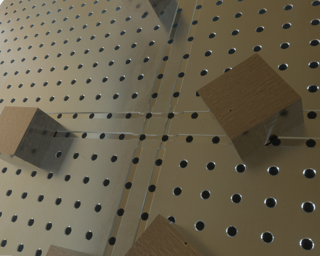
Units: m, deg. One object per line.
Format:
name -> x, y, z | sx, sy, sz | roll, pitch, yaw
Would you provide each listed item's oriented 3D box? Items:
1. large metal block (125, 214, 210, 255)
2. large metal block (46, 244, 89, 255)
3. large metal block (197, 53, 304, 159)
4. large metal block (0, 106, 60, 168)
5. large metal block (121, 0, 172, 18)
large metal block -> 0.009, 0.145, 0.297 | 0.080, 0.050, 0.080 | 35, 81, 38
large metal block -> -0.090, 0.180, 0.327 | 0.080, 0.050, 0.080 | 8, 66, 31
large metal block -> 0.102, -0.025, 0.354 | 0.080, 0.050, 0.080 | -32, 52, 7
large metal block -> -0.224, 0.013, 0.499 | 0.080, 0.050, 0.080 | 4, 64, 29
large metal block -> -0.034, -0.247, 0.540 | 0.080, 0.080, 0.050 | 27, 77, 37
